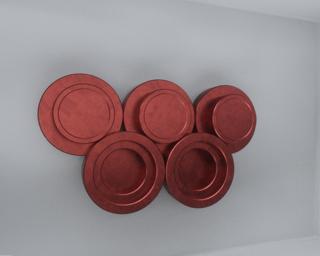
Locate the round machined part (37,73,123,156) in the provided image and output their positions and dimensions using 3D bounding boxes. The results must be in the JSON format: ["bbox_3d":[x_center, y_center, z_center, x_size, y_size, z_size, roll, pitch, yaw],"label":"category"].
[{"bbox_3d":[-0.091,-0.016,0.365,0.099,0.042,0.097,0,89,-21],"label":"round machined part"}]

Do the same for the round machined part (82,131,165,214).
[{"bbox_3d":[-0.046,0.052,0.382,0.099,0.042,0.097,0,90,-20],"label":"round machined part"}]

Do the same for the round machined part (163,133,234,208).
[{"bbox_3d":[0.046,0.054,0.417,0.099,0.042,0.097,0,90,-20],"label":"round machined part"}]

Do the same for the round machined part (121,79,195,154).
[{"bbox_3d":[0.001,-0.014,0.399,0.099,0.042,0.097,0,89,-20],"label":"round machined part"}]

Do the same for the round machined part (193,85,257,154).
[{"bbox_3d":[0.094,-0.012,0.433,0.099,0.042,0.097,0,89,-20],"label":"round machined part"}]
